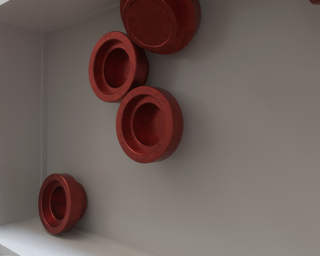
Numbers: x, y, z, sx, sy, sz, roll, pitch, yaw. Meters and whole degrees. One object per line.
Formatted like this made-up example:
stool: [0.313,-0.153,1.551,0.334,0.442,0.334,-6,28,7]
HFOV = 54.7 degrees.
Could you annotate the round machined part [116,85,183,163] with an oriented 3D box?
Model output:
round machined part: [-0.009,-0.005,0.403,0.098,0.042,0.097,0,90,40]

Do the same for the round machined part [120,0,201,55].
round machined part: [-0.005,-0.131,0.367,0.098,0.042,0.097,16,134,17]

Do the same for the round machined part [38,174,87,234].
round machined part: [-0.162,0.126,0.526,0.098,0.042,0.097,-6,80,40]

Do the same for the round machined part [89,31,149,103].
round machined part: [-0.054,-0.084,0.441,0.098,0.042,0.097,0,90,40]

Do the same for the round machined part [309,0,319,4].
round machined part: [0.146,-0.130,0.236,0.042,0.098,0.097,3,92,3]
